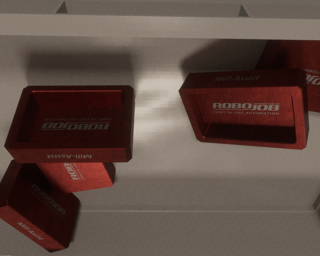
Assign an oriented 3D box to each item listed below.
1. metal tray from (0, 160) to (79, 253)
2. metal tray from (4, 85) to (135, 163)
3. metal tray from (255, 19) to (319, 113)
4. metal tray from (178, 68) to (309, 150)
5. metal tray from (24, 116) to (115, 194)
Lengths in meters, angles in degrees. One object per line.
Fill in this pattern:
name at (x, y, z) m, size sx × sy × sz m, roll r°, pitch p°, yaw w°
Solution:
metal tray at (-0.178, 0.113, 0.459) m, size 0.030 × 0.090 × 0.130 m, roll -20°, pitch 128°, yaw 16°
metal tray at (-0.097, -0.006, 0.356) m, size 0.131 × 0.090 × 0.030 m, roll 0°, pitch 145°, yaw -1°
metal tray at (0.180, -0.064, 0.354) m, size 0.131 × 0.030 × 0.089 m, roll 8°, pitch 130°, yaw -8°
metal tray at (0.096, -0.020, 0.354) m, size 0.130 × 0.030 × 0.090 m, roll 3°, pitch 136°, yaw 31°
metal tray at (-0.126, 0.037, 0.436) m, size 0.090 × 0.030 × 0.129 m, roll -10°, pitch 130°, yaw 8°
